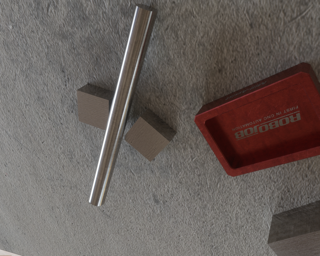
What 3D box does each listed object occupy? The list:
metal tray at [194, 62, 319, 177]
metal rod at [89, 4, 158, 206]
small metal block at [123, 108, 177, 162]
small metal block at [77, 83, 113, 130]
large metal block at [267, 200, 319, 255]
[{"bbox_3d":[0.115,-0.003,0.340,0.130,0.030,0.090,-23,106,36],"label":"metal tray"},{"bbox_3d":[-0.056,-0.008,0.409,0.025,0.025,0.298,26,121,11],"label":"metal rod"},{"bbox_3d":[-0.014,0.010,0.419,0.050,0.025,0.050,41,129,-1],"label":"small metal block"},{"bbox_3d":[-0.086,-0.029,0.433,0.050,0.025,0.050,18,126,17],"label":"small metal block"},{"bbox_3d":[0.193,0.141,0.376,0.080,0.050,0.080,49,128,-7],"label":"large metal block"}]
